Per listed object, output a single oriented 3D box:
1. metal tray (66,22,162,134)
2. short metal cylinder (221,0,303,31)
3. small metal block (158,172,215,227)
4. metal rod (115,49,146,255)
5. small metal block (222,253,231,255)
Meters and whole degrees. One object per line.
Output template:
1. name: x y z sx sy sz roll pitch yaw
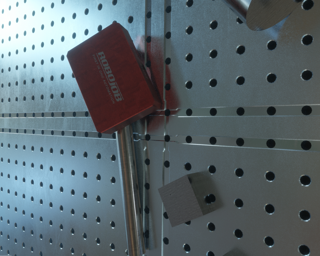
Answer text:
1. metal tray: -0.065 -0.068 0.430 0.090 0.030 0.130 -27 78 14
2. short metal cylinder: 0.099 -0.140 0.291 0.080 0.081 0.050 -48 62 29
3. small metal block: 0.031 0.088 0.382 0.050 0.025 0.050 -34 70 34
4. metal rod: -0.049 0.028 0.447 0.025 0.025 0.298 -11 83 39
5. small metal block: 0.079 0.178 0.343 0.050 0.025 0.050 32 110 35
